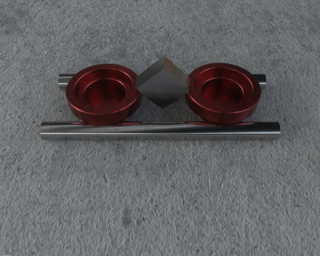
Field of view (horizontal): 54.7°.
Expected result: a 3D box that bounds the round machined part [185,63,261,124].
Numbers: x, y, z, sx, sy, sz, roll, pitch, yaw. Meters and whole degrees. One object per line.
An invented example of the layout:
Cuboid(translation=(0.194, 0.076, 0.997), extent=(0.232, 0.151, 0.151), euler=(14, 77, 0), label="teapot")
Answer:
Cuboid(translation=(0.083, -0.042, 0.423), extent=(0.099, 0.042, 0.098), euler=(0, 50, 0), label="round machined part")

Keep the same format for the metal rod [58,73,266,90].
Cuboid(translation=(0.004, -0.069, 0.462), extent=(0.302, 0.025, 0.025), euler=(0, 50, 0), label="metal rod")

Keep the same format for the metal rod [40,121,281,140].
Cuboid(translation=(0.001, 0.003, 0.401), extent=(0.302, 0.025, 0.025), euler=(0, 50, 0), label="metal rod")

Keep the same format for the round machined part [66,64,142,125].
Cuboid(translation=(-0.074, -0.040, 0.421), extent=(0.099, 0.042, 0.098), euler=(0, 50, 0), label="round machined part")

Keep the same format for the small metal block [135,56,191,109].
Cuboid(translation=(0.004, -0.058, 0.403), extent=(0.050, 0.050, 0.025), euler=(-31, 40, 31), label="small metal block")
